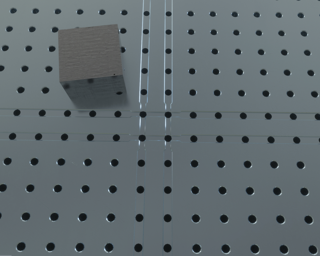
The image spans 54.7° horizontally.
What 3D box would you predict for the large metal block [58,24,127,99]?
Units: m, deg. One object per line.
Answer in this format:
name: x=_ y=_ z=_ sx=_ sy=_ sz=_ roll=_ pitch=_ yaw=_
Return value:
large metal block: x=-0.093 y=-0.092 z=0.431 sx=0.081 sy=0.050 sz=0.080 roll=-7 pitch=70 yaw=-3
